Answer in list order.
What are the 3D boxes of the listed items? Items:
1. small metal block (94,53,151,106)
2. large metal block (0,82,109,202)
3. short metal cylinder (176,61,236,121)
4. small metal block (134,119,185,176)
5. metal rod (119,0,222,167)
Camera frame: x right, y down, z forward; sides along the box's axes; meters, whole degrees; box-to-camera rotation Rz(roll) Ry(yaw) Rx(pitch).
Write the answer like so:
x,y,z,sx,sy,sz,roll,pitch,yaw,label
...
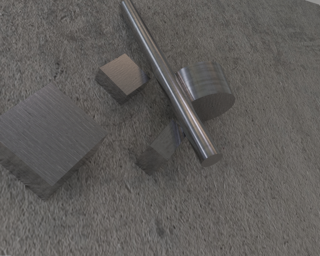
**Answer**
x,y,z,sx,sy,sz,roll,pitch,yaw,label
-0.050,-0.066,0.417,0.050,0.025,0.050,45,51,3,small metal block
-0.115,0.014,0.318,0.080,0.050,0.080,41,51,0,large metal block
0.057,-0.047,0.428,0.081,0.080,0.050,-2,63,-29,short metal cylinder
0.001,0.024,0.373,0.025,0.050,0.050,41,51,-1,small metal block
0.002,-0.079,0.414,0.025,0.025,0.299,-4,52,-30,metal rod
